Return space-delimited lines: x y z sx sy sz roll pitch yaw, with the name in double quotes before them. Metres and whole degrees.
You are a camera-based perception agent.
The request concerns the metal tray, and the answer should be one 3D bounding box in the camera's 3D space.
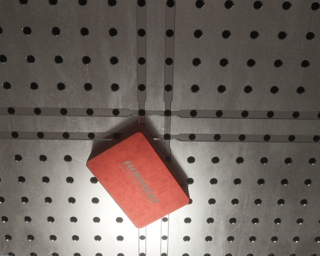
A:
"metal tray" -0.028 0.070 0.436 0.090 0.030 0.130 -31 108 10
